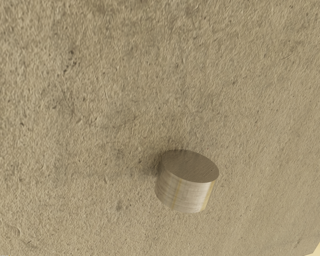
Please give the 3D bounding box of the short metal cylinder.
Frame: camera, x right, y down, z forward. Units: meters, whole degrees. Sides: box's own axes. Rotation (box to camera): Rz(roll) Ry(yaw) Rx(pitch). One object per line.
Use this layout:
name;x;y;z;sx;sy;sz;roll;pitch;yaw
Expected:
short metal cylinder;0.037;0.072;0.435;0.081;0.080;0.050;0;119;-28
